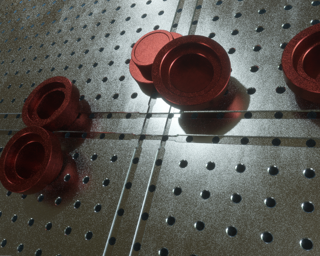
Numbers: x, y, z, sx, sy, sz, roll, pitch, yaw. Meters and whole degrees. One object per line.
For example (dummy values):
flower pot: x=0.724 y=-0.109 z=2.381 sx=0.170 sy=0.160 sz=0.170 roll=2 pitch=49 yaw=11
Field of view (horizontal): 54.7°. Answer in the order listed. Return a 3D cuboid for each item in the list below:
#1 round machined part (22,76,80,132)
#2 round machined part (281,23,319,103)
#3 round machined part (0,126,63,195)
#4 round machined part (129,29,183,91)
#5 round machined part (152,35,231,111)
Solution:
round machined part: x=-0.171 y=-0.033 z=0.505 sx=0.098 sy=0.042 sz=0.098 roll=-13 pitch=56 yaw=20
round machined part: x=0.188 y=-0.067 z=0.340 sx=0.098 sy=0.042 sz=0.098 roll=-13 pitch=56 yaw=20
round machined part: x=-0.183 y=0.049 z=0.455 sx=0.098 sy=0.042 sz=0.098 roll=-9 pitch=66 yaw=22
round machined part: x=-0.004 y=-0.108 z=0.464 sx=0.098 sy=0.042 sz=0.098 roll=-13 pitch=56 yaw=20
round machined part: x=0.041 y=-0.068 z=0.403 sx=0.098 sy=0.042 sz=0.098 roll=-3 pitch=73 yaw=9
